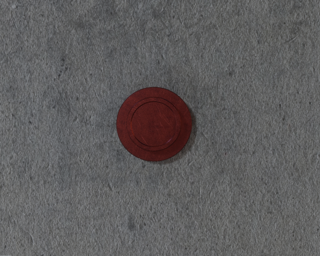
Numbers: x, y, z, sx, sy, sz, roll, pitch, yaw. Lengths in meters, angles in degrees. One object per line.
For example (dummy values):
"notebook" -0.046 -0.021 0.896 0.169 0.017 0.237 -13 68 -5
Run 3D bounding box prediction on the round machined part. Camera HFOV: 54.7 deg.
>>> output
"round machined part" -0.008 -0.005 0.402 0.099 0.042 0.097 0 90 -1
